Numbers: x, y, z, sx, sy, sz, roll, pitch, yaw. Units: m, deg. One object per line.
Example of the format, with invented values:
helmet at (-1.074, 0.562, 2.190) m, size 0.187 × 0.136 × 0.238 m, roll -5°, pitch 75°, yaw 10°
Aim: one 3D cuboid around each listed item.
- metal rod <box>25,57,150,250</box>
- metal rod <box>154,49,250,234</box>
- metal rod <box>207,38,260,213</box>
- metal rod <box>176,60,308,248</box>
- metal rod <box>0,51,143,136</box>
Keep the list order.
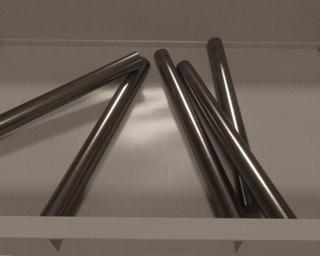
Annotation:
metal rod at (-0.075, 0.006, 0.398) m, size 0.025 × 0.025 × 0.300 m, roll 14°, pitch 51°, yaw 11°
metal rod at (0.041, -0.008, 0.411) m, size 0.025 × 0.025 × 0.300 m, roll -12°, pitch 51°, yaw -10°
metal rod at (0.097, -0.028, 0.430) m, size 0.025 × 0.025 × 0.300 m, roll -1°, pitch 50°, yaw -1°
metal rod at (0.078, 0.002, 0.380) m, size 0.025 × 0.025 × 0.300 m, roll -12°, pitch 44°, yaw -10°
metal rod at (-0.157, -0.030, 0.410) m, size 0.302 × 0.025 × 0.025 m, roll -29°, pitch 56°, yaw -17°
